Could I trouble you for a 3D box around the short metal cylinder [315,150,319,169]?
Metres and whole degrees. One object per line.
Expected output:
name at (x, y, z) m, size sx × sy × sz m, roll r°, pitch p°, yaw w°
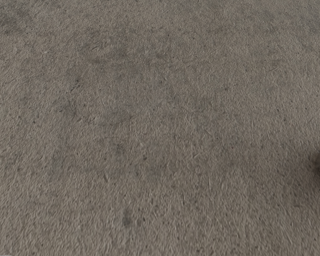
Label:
short metal cylinder at (0.221, 0.020, 0.353) m, size 0.050 × 0.080 × 0.080 m, roll 25°, pitch 54°, yaw 19°
